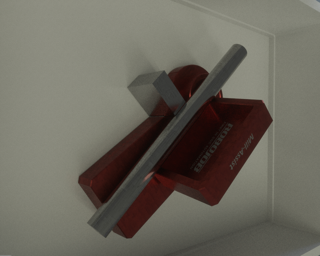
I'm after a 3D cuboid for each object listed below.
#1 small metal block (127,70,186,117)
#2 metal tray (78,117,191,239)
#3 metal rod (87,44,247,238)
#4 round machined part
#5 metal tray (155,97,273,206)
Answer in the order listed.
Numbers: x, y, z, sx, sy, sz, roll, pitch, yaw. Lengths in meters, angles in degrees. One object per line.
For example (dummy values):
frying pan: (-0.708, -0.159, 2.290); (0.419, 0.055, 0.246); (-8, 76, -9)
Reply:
small metal block: (-0.005, -0.041, 0.386); (0.025, 0.050, 0.050); (-52, 121, -27)
metal tray: (-0.024, 0.057, 0.384); (0.131, 0.030, 0.090); (-42, 116, -32)
metal rod: (0.023, -0.002, 0.375); (0.301, 0.025, 0.025); (-50, 120, -24)
round machined part: (0.052, -0.041, 0.439); (0.099, 0.042, 0.097); (0, 90, -40)
metal tray: (0.060, 0.020, 0.366); (0.130, 0.090, 0.030); (-50, 123, -21)
